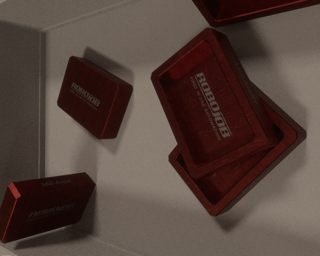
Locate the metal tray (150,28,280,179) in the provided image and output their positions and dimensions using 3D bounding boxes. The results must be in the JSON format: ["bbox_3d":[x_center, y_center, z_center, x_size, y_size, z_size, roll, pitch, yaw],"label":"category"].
[{"bbox_3d":[0.050,-0.024,0.320,0.090,0.030,0.130,-34,69,34],"label":"metal tray"}]

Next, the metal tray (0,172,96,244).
[{"bbox_3d":[-0.173,0.119,0.478,0.030,0.131,0.089,40,114,32],"label":"metal tray"}]

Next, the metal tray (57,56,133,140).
[{"bbox_3d":[-0.107,-0.050,0.489,0.130,0.030,0.089,33,110,34],"label":"metal tray"}]

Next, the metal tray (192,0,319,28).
[{"bbox_3d":[0.088,-0.145,0.288,0.130,0.090,0.030,0,65,39],"label":"metal tray"}]

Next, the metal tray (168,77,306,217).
[{"bbox_3d":[0.077,0.021,0.338,0.090,0.030,0.129,51,120,27],"label":"metal tray"}]
